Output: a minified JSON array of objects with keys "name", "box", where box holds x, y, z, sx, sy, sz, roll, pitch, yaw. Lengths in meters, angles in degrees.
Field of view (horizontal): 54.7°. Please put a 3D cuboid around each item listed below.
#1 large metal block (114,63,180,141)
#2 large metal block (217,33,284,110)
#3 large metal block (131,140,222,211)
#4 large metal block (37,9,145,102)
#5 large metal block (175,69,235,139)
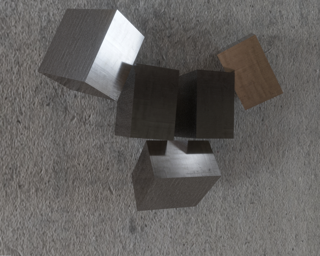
[{"name":"large metal block","box":[-0.019,-0.028,0.375,0.050,0.080,0.080,5,88,-20]},{"name":"large metal block","box":[0.120,-0.079,0.420,0.050,0.080,0.080,-26,101,20]},{"name":"large metal block","box":[0.016,0.059,0.382,0.081,0.079,0.050,1,51,-20]},{"name":"large metal block","box":[-0.076,-0.082,0.344,0.050,0.080,0.080,32,77,-54]},{"name":"large metal block","box":[0.052,-0.028,0.402,0.050,0.080,0.079,1,90,-20]}]
